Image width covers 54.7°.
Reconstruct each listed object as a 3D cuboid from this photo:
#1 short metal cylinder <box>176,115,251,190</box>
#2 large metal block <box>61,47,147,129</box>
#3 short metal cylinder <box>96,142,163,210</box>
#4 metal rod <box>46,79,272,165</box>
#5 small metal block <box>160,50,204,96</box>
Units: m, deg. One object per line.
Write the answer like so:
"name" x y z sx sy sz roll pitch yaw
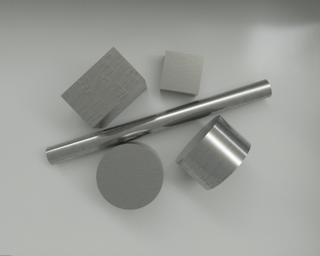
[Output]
"short metal cylinder" 0.065 0.030 0.384 0.050 0.080 0.080 43 90 -1
"large metal block" -0.063 -0.045 0.382 0.080 0.080 0.050 -43 91 0
"short metal cylinder" -0.036 0.058 0.396 0.081 0.050 0.079 0 90 -1
"metal rod" -0.001 -0.008 0.410 0.302 0.025 0.025 -17 90 -1
"small metal block" 0.028 -0.072 0.410 0.050 0.025 0.050 9 90 -1
